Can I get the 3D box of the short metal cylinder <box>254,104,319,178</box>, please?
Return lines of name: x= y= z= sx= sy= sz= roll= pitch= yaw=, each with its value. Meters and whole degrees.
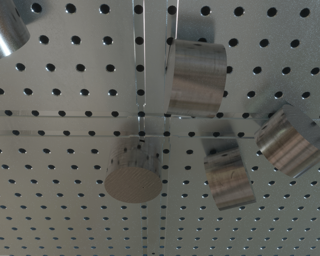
short metal cylinder: x=0.168 y=0.016 z=0.392 sx=0.080 sy=0.080 sz=0.050 roll=25 pitch=126 yaw=-20

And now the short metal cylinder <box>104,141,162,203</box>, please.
short metal cylinder: x=-0.037 y=0.065 z=0.450 sx=0.081 sy=0.050 sz=0.079 roll=0 pitch=130 yaw=0

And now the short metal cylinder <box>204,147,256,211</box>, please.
short metal cylinder: x=0.099 y=0.072 z=0.438 sx=0.050 sy=0.080 sz=0.080 roll=-18 pitch=128 yaw=14

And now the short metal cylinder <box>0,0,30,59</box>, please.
short metal cylinder: x=-0.172 y=-0.098 z=0.290 sx=0.080 sy=0.080 sz=0.050 roll=-8 pitch=130 yaw=6

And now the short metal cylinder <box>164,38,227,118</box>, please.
short metal cylinder: x=0.035 y=-0.052 z=0.332 sx=0.050 sy=0.080 sz=0.079 roll=6 pitch=130 yaw=-5
